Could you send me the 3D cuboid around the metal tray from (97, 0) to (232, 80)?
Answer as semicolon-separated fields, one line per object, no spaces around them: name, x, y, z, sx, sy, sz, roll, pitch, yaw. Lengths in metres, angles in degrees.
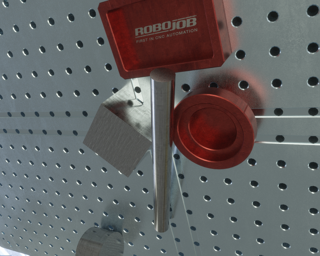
metal tray;0.004;-0.107;0.339;0.130;0.030;0.089;-2;118;29

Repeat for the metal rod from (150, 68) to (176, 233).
metal rod;0.003;0.054;0.406;0.025;0.025;0.298;18;137;18

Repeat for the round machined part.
round machined part;0.064;-0.003;0.364;0.098;0.042;0.097;13;124;21

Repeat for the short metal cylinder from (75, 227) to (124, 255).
short metal cylinder;-0.110;0.230;0.576;0.050;0.080;0.079;3;120;27

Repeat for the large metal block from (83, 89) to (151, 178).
large metal block;-0.048;0.008;0.425;0.080;0.050;0.080;37;129;3
